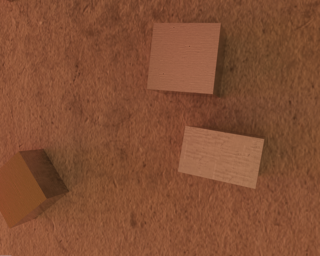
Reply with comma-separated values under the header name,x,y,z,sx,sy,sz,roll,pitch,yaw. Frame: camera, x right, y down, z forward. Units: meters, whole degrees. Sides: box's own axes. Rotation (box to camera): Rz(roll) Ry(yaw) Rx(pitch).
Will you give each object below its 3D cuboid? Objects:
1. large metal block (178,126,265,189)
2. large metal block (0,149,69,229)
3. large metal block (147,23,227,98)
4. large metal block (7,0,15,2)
name,x,y,z,sx,sy,sz,roll,pitch,yaw
large metal block,0.074,0.028,0.353,0.080,0.080,0.050,10,94,19
large metal block,-0.199,0.088,0.464,0.080,0.050,0.080,-38,78,15
large metal block,0.034,-0.082,0.383,0.080,0.050,0.079,7,92,19
large metal block,-0.227,-0.240,0.458,0.080,0.080,0.050,-18,84,19
